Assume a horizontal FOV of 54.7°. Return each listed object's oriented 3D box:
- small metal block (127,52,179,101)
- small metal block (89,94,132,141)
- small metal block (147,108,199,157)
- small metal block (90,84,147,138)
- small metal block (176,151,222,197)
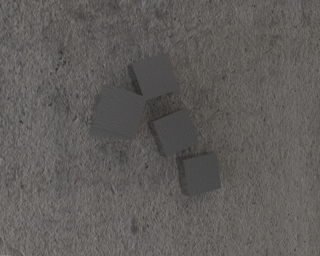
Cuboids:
[{"bbox_3d":[-0.009,-0.066,0.405,0.050,0.025,0.050,-22,97,-19],"label":"small metal block"},{"bbox_3d":[-0.059,-0.013,0.387,0.050,0.025,0.050,9,87,-20],"label":"small metal block"},{"bbox_3d":[0.018,0.006,0.415,0.050,0.025,0.050,-23,98,-19],"label":"small metal block"},{"bbox_3d":[-0.049,-0.019,0.364,0.050,0.025,0.050,17,84,-19],"label":"small metal block"},{"bbox_3d":[0.054,0.062,0.429,0.050,0.025,0.050,-10,94,-20],"label":"small metal block"}]
